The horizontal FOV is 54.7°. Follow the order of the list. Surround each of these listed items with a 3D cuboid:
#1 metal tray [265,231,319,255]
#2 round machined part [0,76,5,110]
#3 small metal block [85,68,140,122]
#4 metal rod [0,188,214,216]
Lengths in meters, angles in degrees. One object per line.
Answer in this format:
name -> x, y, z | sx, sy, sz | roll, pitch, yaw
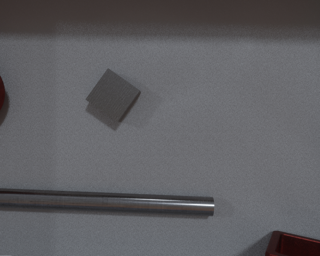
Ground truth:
metal tray -> 0.193, 0.160, 0.357 | 0.130, 0.090, 0.030 | 6, 92, 25
round machined part -> -0.251, -0.047, 0.384 | 0.099, 0.042, 0.097 | -12, 110, -34
small metal block -> -0.061, -0.043, 0.411 | 0.050, 0.025, 0.050 | 35, 90, -1
metal rod -> -0.081, 0.098, 0.410 | 0.302, 0.025, 0.025 | 3, 90, -1
